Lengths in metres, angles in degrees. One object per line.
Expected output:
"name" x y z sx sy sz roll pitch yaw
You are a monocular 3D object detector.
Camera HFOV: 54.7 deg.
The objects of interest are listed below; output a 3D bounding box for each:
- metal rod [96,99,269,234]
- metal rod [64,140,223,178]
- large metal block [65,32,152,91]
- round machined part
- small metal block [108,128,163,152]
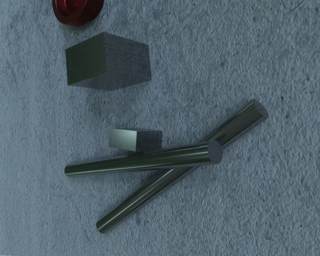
"metal rod" 0.008 0.065 0.396 0.299 0.025 0.025 -42 65 31
"metal rod" -0.047 0.048 0.421 0.299 0.025 0.025 -13 82 45
"large metal block" -0.070 -0.087 0.425 0.080 0.081 0.050 -8 85 39
"round machined part" -0.127 -0.211 0.496 0.098 0.042 0.097 0 90 39
"small metal block" -0.032 0.014 0.413 0.050 0.050 0.025 6 94 39
